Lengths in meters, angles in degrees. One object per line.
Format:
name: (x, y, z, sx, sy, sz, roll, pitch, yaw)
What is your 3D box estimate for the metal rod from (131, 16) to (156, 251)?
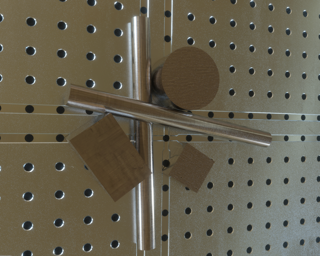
metal rod: (-0.022, 0.007, 0.406, 0.025, 0.025, 0.298, -2, 91, -20)

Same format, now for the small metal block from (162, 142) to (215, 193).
small metal block: (0.039, 0.054, 0.429, 0.050, 0.025, 0.050, 35, 79, -17)

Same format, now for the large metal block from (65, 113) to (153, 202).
large metal block: (-0.063, 0.031, 0.360, 0.050, 0.080, 0.080, -37, 102, -16)

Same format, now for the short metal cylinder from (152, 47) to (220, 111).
short metal cylinder: (0.031, -0.062, 0.412, 0.081, 0.050, 0.079, 0, 90, -21)

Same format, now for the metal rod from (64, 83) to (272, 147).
metal rod: (0.031, -0.009, 0.405, 0.302, 0.025, 0.025, 12, 86, -28)
